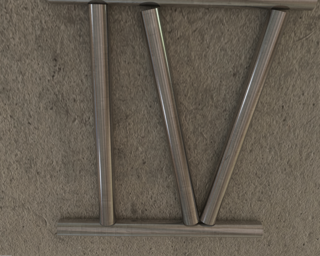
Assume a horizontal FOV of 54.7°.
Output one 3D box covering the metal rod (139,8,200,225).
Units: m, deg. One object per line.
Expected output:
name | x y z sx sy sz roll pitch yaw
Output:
metal rod | 0.017 0.000 0.410 0.025 0.025 0.298 -11 110 3

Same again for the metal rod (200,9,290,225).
metal rod | 0.105 0.000 0.412 0.025 0.025 0.298 12 109 -5

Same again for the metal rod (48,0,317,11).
metal rod | 0.026 -0.152 0.355 0.302 0.025 0.025 1 110 -1

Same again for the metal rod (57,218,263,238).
metal rod | 0.001 0.151 0.466 0.302 0.025 0.025 1 110 -1

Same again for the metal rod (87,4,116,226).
metal rod | -0.074 -0.003 0.408 0.025 0.025 0.298 1 110 -1
